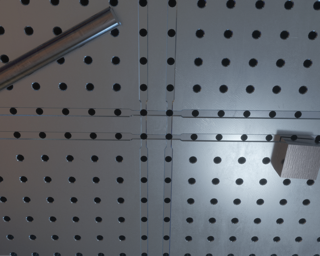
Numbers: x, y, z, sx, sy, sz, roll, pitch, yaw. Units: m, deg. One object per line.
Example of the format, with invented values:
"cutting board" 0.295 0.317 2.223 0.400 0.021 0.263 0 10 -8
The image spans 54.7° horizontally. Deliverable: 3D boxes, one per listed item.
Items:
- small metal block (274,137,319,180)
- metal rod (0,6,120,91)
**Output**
"small metal block" 0.193 0.043 0.431 0.050 0.025 0.050 4 110 -2
"metal rod" -0.187 -0.067 0.386 0.301 0.025 0.025 -26 108 9
